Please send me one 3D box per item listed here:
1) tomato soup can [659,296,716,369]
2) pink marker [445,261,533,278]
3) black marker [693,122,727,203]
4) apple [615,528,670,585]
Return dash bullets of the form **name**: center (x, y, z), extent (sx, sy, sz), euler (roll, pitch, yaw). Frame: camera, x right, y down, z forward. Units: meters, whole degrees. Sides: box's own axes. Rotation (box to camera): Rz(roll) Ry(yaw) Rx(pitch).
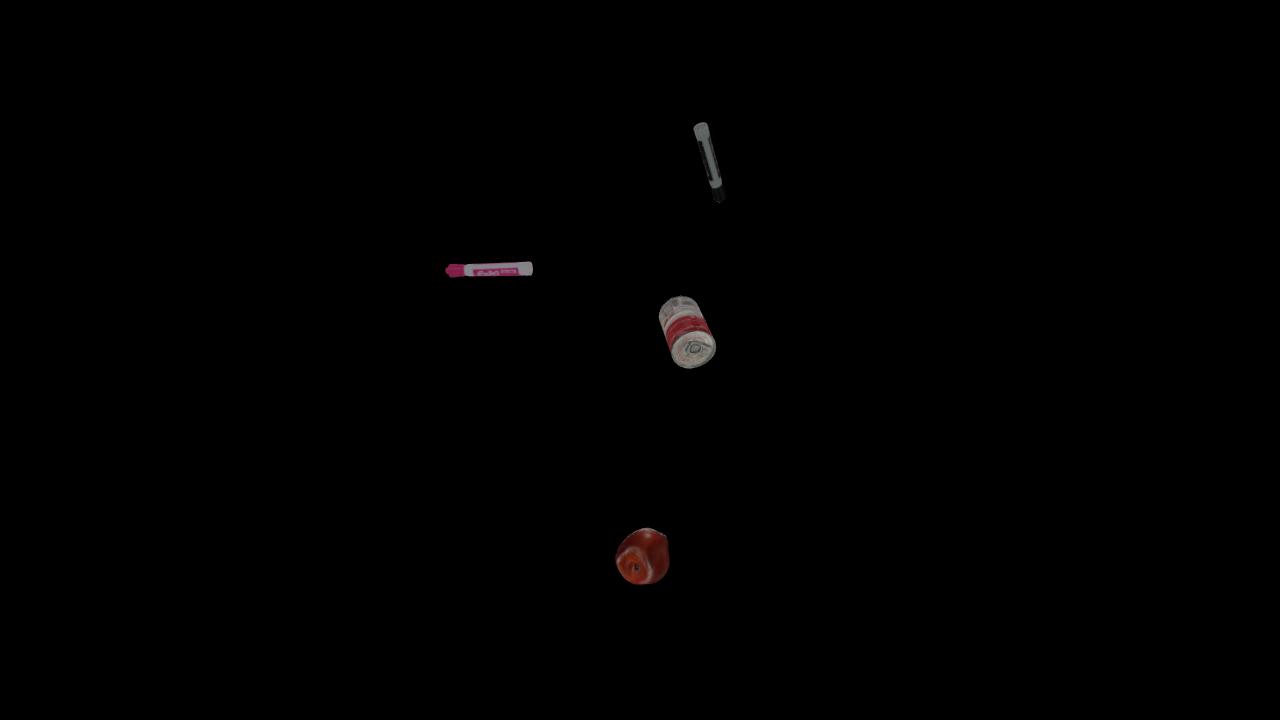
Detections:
- **tomato soup can**: center (0.069, -0.044, 0.928), extent (0.068, 0.068, 0.101), euler (0, 36, -13)
- **pink marker**: center (-0.207, -0.123, 0.838), extent (0.121, 0.020, 0.020), euler (0, 0, 8)
- **black marker**: center (0.096, -0.261, 0.825), extent (0.020, 0.020, 0.121), euler (0, -36, 23)
- **apple**: center (0.008, 0.291, 0.915), extent (0.079, 0.079, 0.093), euler (0, 10, 21)
